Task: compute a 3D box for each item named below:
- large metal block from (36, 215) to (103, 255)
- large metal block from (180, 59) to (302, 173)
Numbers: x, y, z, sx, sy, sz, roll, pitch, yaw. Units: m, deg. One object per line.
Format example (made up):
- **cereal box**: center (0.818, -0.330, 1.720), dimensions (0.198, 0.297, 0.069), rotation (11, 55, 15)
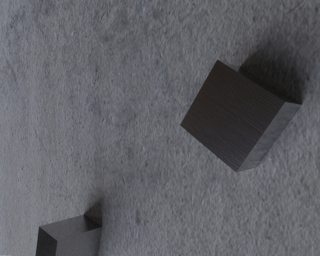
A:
- **large metal block**: center (-0.143, 0.191, 0.484), dimensions (0.050, 0.081, 0.079), rotation (16, 100, 38)
- **large metal block**: center (0.081, -0.013, 0.321), dimensions (0.080, 0.050, 0.079), rotation (42, 115, 31)
